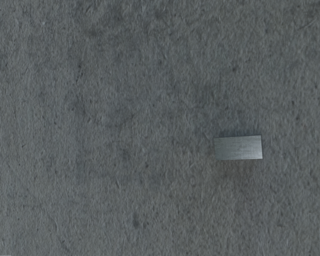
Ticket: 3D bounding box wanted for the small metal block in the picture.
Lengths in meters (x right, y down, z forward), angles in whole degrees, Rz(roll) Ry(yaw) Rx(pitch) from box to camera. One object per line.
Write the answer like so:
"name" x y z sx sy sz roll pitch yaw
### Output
"small metal block" 0.094 0.022 0.363 0.050 0.050 0.025 -4 89 20
